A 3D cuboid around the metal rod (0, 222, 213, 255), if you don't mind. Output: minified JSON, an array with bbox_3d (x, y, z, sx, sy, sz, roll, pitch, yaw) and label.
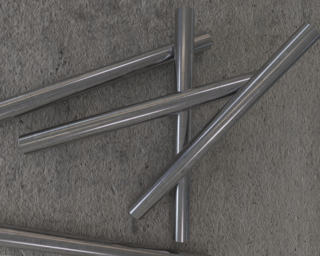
[{"bbox_3d":[-0.066,0.151,0.384,0.302,0.025,0.025,16,85,-19],"label":"metal rod"}]

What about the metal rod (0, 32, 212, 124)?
[{"bbox_3d":[-0.067,-0.065,0.384,0.302,0.025,0.025,-23,98,-19],"label":"metal rod"}]

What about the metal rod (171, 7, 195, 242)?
[{"bbox_3d":[0.030,0.001,0.403,0.025,0.025,0.298,-2,97,-20],"label":"metal rod"}]

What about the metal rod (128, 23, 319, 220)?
[{"bbox_3d":[0.067,0.001,0.370,0.025,0.025,0.299,39,102,-16],"label":"metal rod"}]

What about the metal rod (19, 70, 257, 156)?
[{"bbox_3d":[-0.011,-0.022,0.369,0.302,0.025,0.025,-16,96,-6],"label":"metal rod"}]
